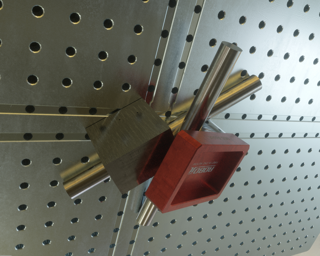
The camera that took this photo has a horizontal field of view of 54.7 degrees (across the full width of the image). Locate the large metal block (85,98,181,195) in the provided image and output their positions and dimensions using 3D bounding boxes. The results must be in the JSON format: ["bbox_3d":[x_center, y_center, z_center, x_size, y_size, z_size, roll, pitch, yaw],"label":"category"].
[{"bbox_3d":[-0.033,0.019,0.370,0.080,0.080,0.050,-30,129,-10],"label":"large metal block"}]

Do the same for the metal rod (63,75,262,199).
[{"bbox_3d":[0.011,0.007,0.424,0.301,0.025,0.025,-30,129,-10],"label":"metal rod"}]

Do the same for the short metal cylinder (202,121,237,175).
[{"bbox_3d":[0.066,0.034,0.453,0.081,0.050,0.079,-14,125,-21],"label":"short metal cylinder"}]

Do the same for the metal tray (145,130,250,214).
[{"bbox_3d":[0.050,0.050,0.377,0.131,0.030,0.089,5,118,-52],"label":"metal tray"}]

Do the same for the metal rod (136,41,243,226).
[{"bbox_3d":[0.027,0.028,0.415,0.025,0.025,0.298,4,126,-31],"label":"metal rod"}]
